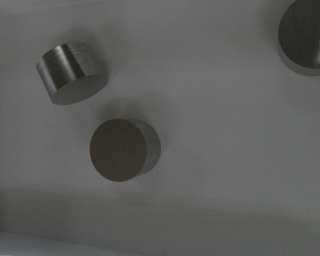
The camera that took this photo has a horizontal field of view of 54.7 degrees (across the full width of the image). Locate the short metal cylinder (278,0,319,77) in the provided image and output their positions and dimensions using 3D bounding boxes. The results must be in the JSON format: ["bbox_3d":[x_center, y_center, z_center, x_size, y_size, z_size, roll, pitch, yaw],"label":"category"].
[{"bbox_3d":[0.171,-0.100,0.337,0.080,0.050,0.080,0,90,20],"label":"short metal cylinder"}]

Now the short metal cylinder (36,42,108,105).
[{"bbox_3d":[-0.119,-0.072,0.423,0.080,0.080,0.050,-30,80,17],"label":"short metal cylinder"}]

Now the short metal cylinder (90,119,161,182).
[{"bbox_3d":[-0.045,0.028,0.413,0.080,0.050,0.080,0,90,20],"label":"short metal cylinder"}]
